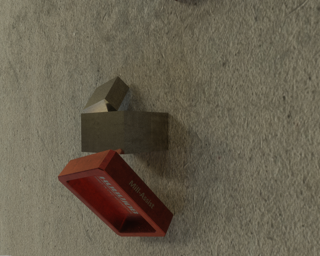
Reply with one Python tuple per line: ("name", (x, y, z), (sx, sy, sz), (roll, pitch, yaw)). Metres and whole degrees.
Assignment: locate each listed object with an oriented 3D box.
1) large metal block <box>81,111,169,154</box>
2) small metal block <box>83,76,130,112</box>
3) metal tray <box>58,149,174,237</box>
("large metal block", (-0.045, 0.005, 0.407), (0.080, 0.081, 0.050), (-1, 90, 40))
("small metal block", (-0.078, -0.043, 0.452), (0.050, 0.025, 0.050), (-20, 36, 38))
("metal tray", (-0.055, 0.089, 0.395), (0.090, 0.030, 0.130), (-17, 122, 39))
